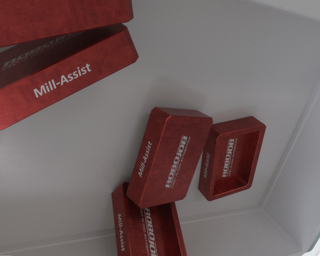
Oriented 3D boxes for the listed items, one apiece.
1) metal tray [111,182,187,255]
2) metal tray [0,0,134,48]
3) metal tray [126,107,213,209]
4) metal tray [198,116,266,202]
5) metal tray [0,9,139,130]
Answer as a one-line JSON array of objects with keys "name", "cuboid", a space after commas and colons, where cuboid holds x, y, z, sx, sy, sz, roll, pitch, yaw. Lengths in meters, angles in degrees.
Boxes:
[{"name": "metal tray", "cuboid": [-0.014, 0.142, 0.421, 0.091, 0.130, 0.030, 16, 135, -35]}, {"name": "metal tray", "cuboid": [-0.085, -0.101, 0.232, 0.091, 0.130, 0.030, -18, 126, -18]}, {"name": "metal tray", "cuboid": [0.014, 0.039, 0.415, 0.091, 0.030, 0.129, 1, 112, -44]}, {"name": "metal tray", "cuboid": [0.113, 0.050, 0.498, 0.091, 0.030, 0.129, -12, 123, -22]}, {"name": "metal tray", "cuboid": [-0.095, -0.059, 0.277, 0.131, 0.090, 0.030, -29, 128, -10]}]
